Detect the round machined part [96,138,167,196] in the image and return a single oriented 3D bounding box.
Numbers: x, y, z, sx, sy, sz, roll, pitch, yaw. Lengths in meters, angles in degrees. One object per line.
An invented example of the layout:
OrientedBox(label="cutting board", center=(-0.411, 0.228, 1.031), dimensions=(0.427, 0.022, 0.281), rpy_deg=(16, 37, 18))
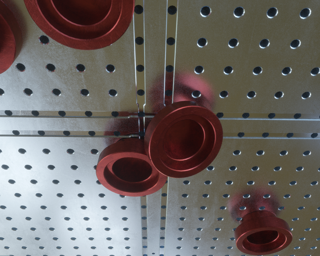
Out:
OrientedBox(label="round machined part", center=(-0.039, 0.052, 0.442), dimensions=(0.099, 0.042, 0.097), rpy_deg=(1, 132, 1))

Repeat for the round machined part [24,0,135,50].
OrientedBox(label="round machined part", center=(-0.072, -0.127, 0.291), dimensions=(0.099, 0.042, 0.097), rpy_deg=(-1, 130, 0))

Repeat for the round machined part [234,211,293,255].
OrientedBox(label="round machined part", center=(0.184, 0.188, 0.564), dimensions=(0.099, 0.042, 0.097), rpy_deg=(-1, 130, 0))

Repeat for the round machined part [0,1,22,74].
OrientedBox(label="round machined part", center=(-0.200, -0.093, 0.318), dimensions=(0.099, 0.042, 0.097), rpy_deg=(-1, 130, 0))

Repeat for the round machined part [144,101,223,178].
OrientedBox(label="round machined part", center=(0.027, 0.011, 0.395), dimensions=(0.099, 0.042, 0.097), rpy_deg=(-8, 115, -18))
